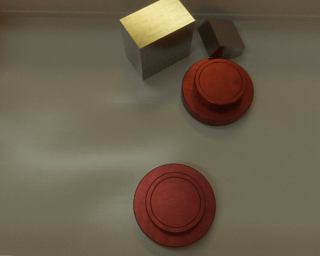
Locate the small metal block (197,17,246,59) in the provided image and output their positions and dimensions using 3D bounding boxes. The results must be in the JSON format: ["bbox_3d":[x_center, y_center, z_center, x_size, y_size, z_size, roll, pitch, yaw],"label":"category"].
[{"bbox_3d":[0.089,-0.129,0.447,0.050,0.025,0.050,-6,67,-34],"label":"small metal block"}]

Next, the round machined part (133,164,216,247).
[{"bbox_3d":[0.017,0.090,0.368,0.099,0.042,0.098,0,70,-1],"label":"round machined part"}]

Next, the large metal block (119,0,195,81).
[{"bbox_3d":[-0.003,-0.122,0.425,0.080,0.080,0.050,-30,73,-11],"label":"large metal block"}]

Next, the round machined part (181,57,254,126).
[{"bbox_3d":[0.079,-0.055,0.422,0.099,0.042,0.098,0,70,-1],"label":"round machined part"}]
